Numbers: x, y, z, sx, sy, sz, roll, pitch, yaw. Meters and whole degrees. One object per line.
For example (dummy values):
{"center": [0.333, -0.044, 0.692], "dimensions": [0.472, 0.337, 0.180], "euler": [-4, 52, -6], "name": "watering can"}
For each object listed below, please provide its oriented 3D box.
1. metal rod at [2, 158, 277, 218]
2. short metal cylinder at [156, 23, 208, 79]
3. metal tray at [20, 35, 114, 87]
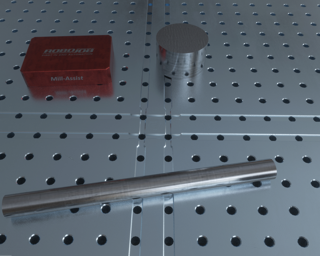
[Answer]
{"center": [-0.016, 0.067, 0.351], "dimensions": [0.302, 0.025, 0.025], "euler": [-7, 51, -6], "name": "metal rod"}
{"center": [0.034, -0.124, 0.496], "dimensions": [0.081, 0.050, 0.080], "euler": [0, 50, 0], "name": "short metal cylinder"}
{"center": [-0.143, -0.109, 0.494], "dimensions": [0.131, 0.030, 0.090], "euler": [-2, 50, -3], "name": "metal tray"}
